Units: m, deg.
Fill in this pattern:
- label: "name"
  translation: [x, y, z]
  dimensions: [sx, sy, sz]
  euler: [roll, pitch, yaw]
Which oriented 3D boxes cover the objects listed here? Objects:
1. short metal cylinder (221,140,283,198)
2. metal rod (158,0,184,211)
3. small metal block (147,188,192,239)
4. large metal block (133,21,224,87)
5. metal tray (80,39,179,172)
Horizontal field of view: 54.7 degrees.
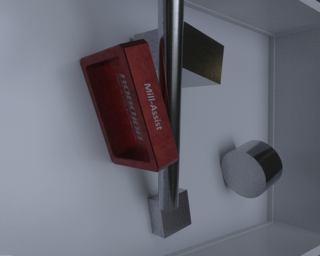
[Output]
- label: "short metal cylinder"
  translation: [0.146, 0.065, 0.497]
  dimensions: [0.050, 0.080, 0.079]
  euler: [-22, 105, -38]
- label: "metal rod"
  translation: [0.010, -0.040, 0.328]
  dimensions: [0.025, 0.025, 0.298]
  euler: [-20, 121, -38]
- label: "small metal block"
  translation: [0.014, 0.113, 0.420]
  dimensions: [0.050, 0.025, 0.050]
  euler: [-13, 99, -40]
- label: "large metal block"
  translation: [0.021, -0.085, 0.385]
  dimensions: [0.081, 0.080, 0.050]
  euler: [12, 83, -46]
- label: "metal tray"
  translation: [-0.035, -0.021, 0.336]
  dimensions: [0.030, 0.090, 0.129]
  euler: [-25, 106, -36]
